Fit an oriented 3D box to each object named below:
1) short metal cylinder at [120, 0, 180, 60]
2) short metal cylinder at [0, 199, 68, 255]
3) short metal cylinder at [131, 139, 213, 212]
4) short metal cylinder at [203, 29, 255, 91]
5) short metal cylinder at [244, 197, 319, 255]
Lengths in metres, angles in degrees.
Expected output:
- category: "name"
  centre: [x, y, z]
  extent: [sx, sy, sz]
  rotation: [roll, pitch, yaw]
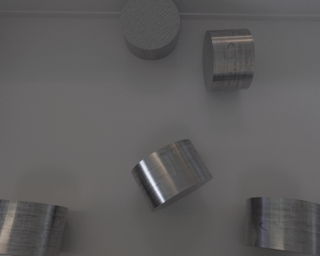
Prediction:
- category: "short metal cylinder"
  centre: [-0.013, -0.142, 0.437]
  extent: [0.080, 0.050, 0.080]
  rotation: [0, 86, 0]
- category: "short metal cylinder"
  centre: [-0.147, 0.109, 0.339]
  extent: [0.080, 0.080, 0.050]
  rotation: [5, 70, 2]
- category: "short metal cylinder"
  centre: [0.014, 0.056, 0.360]
  extent: [0.080, 0.080, 0.050]
  rotation: [-27, 72, -9]
- category: "short metal cylinder"
  centre: [0.089, -0.090, 0.414]
  extent: [0.050, 0.080, 0.080]
  rotation: [-3, 70, -1]
- category: "short metal cylinder"
  centre: [0.135, 0.109, 0.341]
  extent: [0.080, 0.080, 0.050]
  rotation: [7, 70, 3]
